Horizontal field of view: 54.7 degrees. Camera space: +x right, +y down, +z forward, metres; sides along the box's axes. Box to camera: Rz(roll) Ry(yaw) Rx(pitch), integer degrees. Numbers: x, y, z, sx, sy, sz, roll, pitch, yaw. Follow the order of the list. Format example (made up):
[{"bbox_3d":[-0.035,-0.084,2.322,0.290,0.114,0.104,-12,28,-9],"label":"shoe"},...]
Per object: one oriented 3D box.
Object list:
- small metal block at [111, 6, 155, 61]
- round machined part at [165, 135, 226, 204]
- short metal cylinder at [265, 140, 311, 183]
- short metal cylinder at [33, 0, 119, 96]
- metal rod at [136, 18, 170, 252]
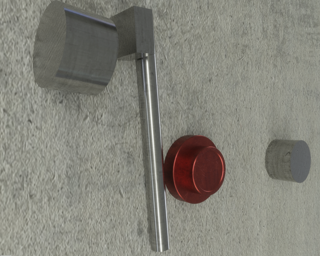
[{"bbox_3d":[-0.033,-0.108,0.360,0.025,0.050,0.050,-6,94,-40],"label":"small metal block"},{"bbox_3d":[0.056,0.059,0.441,0.099,0.042,0.097,0,90,-40],"label":"round machined part"},{"bbox_3d":[0.247,0.062,0.596,0.081,0.050,0.079,0,90,-40],"label":"short metal cylinder"},{"bbox_3d":[-0.083,-0.074,0.299,0.050,0.080,0.080,6,86,-40],"label":"short metal cylinder"},{"bbox_3d":[-0.010,0.008,0.395,0.025,0.025,0.298,-7,95,-40],"label":"metal rod"}]
